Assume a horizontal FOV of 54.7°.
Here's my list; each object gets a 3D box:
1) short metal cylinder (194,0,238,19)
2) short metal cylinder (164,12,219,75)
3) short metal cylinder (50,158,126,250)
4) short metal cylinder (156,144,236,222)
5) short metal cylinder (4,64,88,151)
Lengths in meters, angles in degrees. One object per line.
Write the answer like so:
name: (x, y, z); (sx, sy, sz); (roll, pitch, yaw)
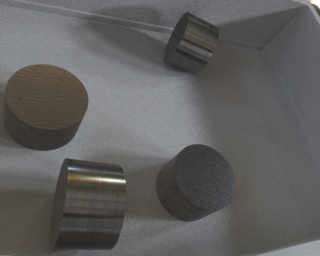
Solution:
short metal cylinder: (0.113, -0.265, 0.614); (0.081, 0.050, 0.080); (14, 56, -21)
short metal cylinder: (0.046, -0.128, 0.473); (0.050, 0.080, 0.080); (21, 54, -16)
short metal cylinder: (-0.069, 0.071, 0.290); (0.050, 0.080, 0.080); (11, 57, -23)
short metal cylinder: (0.042, 0.066, 0.372); (0.081, 0.050, 0.080); (14, 56, -21)
short metal cylinder: (-0.124, -0.022, 0.336); (0.081, 0.050, 0.080); (14, 56, -21)
